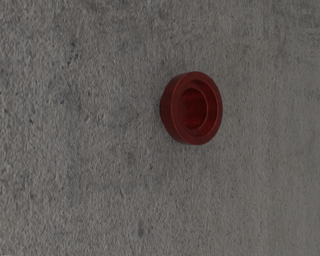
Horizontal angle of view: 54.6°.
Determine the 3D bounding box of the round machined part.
[{"bbox_3d":[0.038,-0.026,0.424,0.099,0.042,0.097,0,90,-40],"label":"round machined part"}]
